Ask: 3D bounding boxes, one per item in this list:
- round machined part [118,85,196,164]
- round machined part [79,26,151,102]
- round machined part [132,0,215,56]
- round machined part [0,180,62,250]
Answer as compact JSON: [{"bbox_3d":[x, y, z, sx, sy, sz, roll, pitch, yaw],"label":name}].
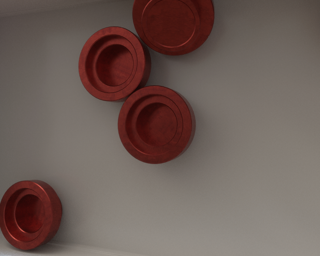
[{"bbox_3d":[-0.001,-0.004,0.402,0.098,0.042,0.097,0,90,20],"label":"round machined part"},{"bbox_3d":[-0.057,-0.084,0.422,0.098,0.042,0.097,0,90,20],"label":"round machined part"},{"bbox_3d":[0.015,-0.131,0.369,0.099,0.042,0.097,5,128,6],"label":"round machined part"},{"bbox_3d":[-0.188,0.127,0.464,0.098,0.042,0.097,-2,84,20],"label":"round machined part"}]
